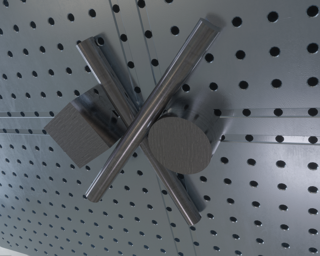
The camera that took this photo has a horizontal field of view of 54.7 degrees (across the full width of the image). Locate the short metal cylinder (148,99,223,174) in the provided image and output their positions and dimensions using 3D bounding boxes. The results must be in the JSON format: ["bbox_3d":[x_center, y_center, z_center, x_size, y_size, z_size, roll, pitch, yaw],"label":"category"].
[{"bbox_3d":[0.033,0.010,0.384,0.080,0.050,0.079,13,124,21],"label":"short metal cylinder"}]

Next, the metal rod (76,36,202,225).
[{"bbox_3d":[-0.022,0.014,0.431,0.025,0.025,0.299,-20,108,35],"label":"metal rod"}]

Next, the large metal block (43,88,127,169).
[{"bbox_3d":[-0.108,0.002,0.453,0.080,0.050,0.080,-33,100,38],"label":"large metal block"}]

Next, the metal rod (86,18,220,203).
[{"bbox_3d":[-0.024,-0.002,0.394,0.025,0.025,0.298,38,120,3],"label":"metal rod"}]
